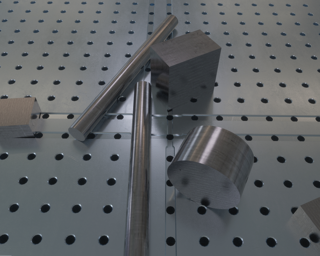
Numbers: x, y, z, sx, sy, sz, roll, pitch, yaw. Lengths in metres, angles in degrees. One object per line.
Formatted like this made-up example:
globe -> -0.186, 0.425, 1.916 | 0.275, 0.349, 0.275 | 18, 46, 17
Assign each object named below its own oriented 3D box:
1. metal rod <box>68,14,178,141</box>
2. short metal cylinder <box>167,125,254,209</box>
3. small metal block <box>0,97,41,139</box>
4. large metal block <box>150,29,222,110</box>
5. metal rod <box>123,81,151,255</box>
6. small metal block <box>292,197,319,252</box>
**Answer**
metal rod -> -0.043, -0.095, 0.487 | 0.025, 0.025, 0.301 | 20, 53, 16
short metal cylinder -> 0.055, 0.043, 0.336 | 0.080, 0.080, 0.050 | 21, 53, 16
small metal block -> -0.194, -0.014, 0.418 | 0.050, 0.025, 0.050 | -4, 50, -3
large metal block -> 0.034, -0.082, 0.441 | 0.081, 0.080, 0.050 | -24, 54, -19
metal rod -> -0.024, 0.055, 0.361 | 0.025, 0.025, 0.300 | 0, 50, 0
small metal block -> 0.180, 0.100, 0.325 | 0.050, 0.025, 0.050 | -18, 52, -15
